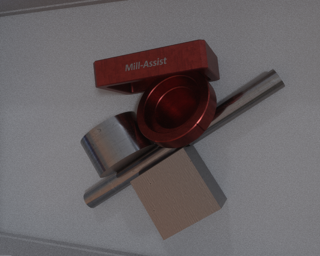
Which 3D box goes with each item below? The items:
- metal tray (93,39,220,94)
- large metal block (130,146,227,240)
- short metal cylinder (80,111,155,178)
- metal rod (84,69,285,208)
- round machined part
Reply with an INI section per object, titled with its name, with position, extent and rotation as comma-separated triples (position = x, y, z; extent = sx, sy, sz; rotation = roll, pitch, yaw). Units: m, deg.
[metal tray]
position = -0.001, -0.068, 0.373
extent = 0.130, 0.090, 0.030
rotation = -7, 88, 19
[large metal block]
position = 0.024, 0.078, 0.385
extent = 0.080, 0.050, 0.080
rotation = -34, 79, 16
[short metal cylinder]
position = -0.053, 0.022, 0.397
extent = 0.080, 0.080, 0.050
rotation = -35, 79, 16
[metal rod]
position = 0.019, 0.022, 0.401
extent = 0.300, 0.025, 0.025
rotation = -34, 79, 16
[round machined part]
position = 0.024, -0.020, 0.376
extent = 0.098, 0.042, 0.098
rotation = -17, 57, 28
